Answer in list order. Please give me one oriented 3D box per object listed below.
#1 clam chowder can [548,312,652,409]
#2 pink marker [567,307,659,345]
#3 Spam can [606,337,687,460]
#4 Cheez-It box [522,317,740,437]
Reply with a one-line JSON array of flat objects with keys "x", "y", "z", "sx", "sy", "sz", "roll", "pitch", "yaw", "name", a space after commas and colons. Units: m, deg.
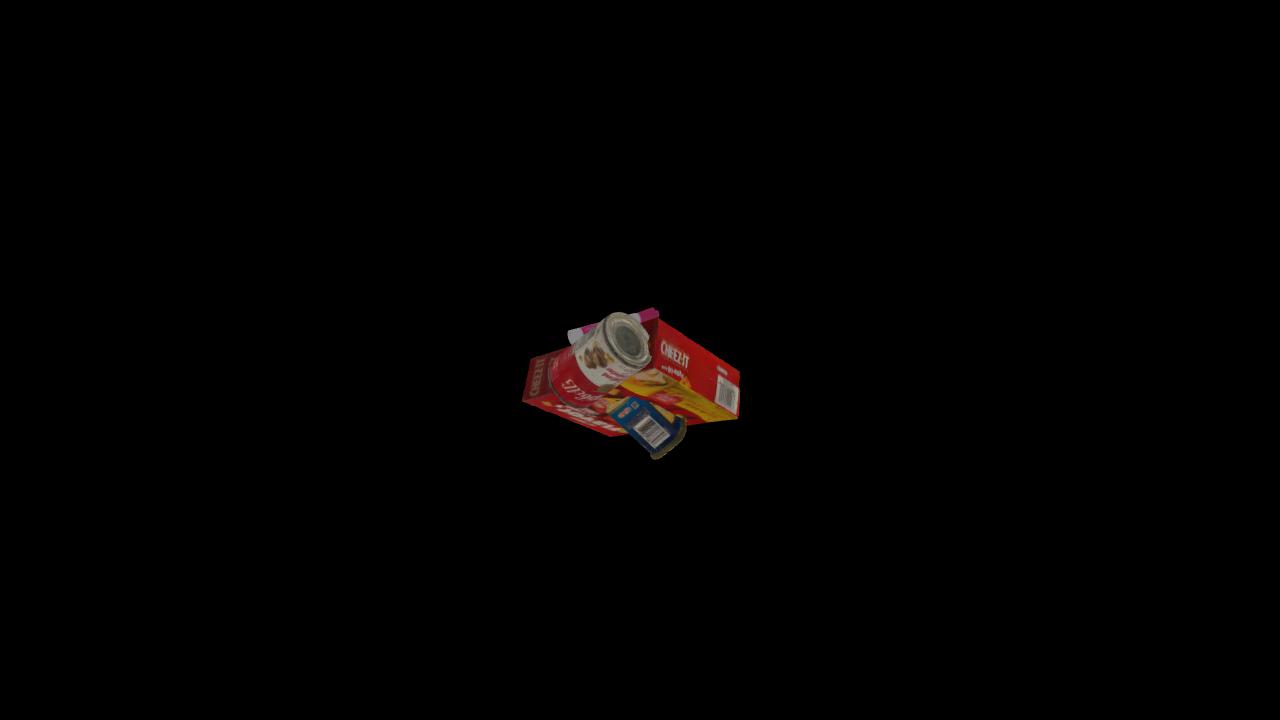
[{"x": -0.043, "y": 0.001, "z": 0.662, "sx": 0.068, "sy": 0.068, "sz": 0.102, "roll": 0, "pitch": -28, "yaw": -48, "name": "clam chowder can"}, {"x": -0.031, "y": -0.043, "z": 0.764, "sx": 0.121, "sy": 0.020, "sz": 0.020, "roll": -17, "pitch": 6, "yaw": -21, "name": "pink marker"}, {"x": 0.007, "y": 0.060, "z": 0.760, "sx": 0.058, "sy": 0.085, "sz": 0.101, "roll": -42, "pitch": 15, "yaw": 15, "name": "Spam can"}, {"x": -0.012, "y": 0.033, "z": 0.768, "sx": 0.223, "sy": 0.071, "sz": 0.166, "roll": -15, "pitch": -32, "yaw": 40, "name": "Cheez-It box"}]
